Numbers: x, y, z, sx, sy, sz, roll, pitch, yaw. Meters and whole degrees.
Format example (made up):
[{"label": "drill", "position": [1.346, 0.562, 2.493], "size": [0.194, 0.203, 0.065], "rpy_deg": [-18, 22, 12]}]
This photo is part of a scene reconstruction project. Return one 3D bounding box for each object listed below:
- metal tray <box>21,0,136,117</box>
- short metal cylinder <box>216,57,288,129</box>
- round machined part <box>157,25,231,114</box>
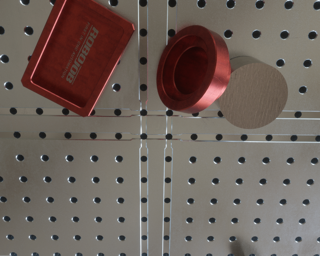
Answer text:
[{"label": "metal tray", "position": [-0.098, -0.089, 0.376], "size": [0.090, 0.030, 0.129], "rpy_deg": [29, 107, -10]}, {"label": "short metal cylinder", "position": [0.108, -0.045, 0.383], "size": [0.081, 0.050, 0.079], "rpy_deg": [-1, 111, -2]}, {"label": "round machined part", "position": [0.042, -0.064, 0.359], "size": [0.042, 0.098, 0.097], "rpy_deg": [10, 113, -38]}]
